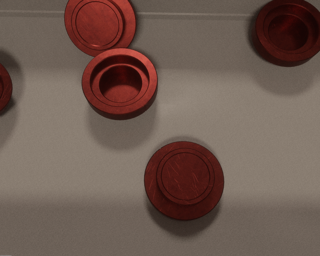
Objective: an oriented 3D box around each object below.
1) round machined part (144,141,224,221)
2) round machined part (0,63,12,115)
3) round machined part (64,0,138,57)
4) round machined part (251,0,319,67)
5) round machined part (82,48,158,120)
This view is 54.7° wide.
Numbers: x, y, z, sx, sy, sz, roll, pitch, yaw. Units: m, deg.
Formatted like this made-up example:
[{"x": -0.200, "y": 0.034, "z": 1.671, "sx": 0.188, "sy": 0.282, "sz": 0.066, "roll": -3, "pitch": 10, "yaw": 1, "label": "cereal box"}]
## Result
[{"x": 0.030, "y": 0.062, "z": 0.378, "sx": 0.099, "sy": 0.042, "sz": 0.098, "roll": 0, "pitch": 70, "yaw": -1, "label": "round machined part"}, {"x": -0.248, "y": -0.048, "z": 0.401, "sx": 0.099, "sy": 0.042, "sz": 0.098, "roll": 12, "pitch": 66, "yaw": -29, "label": "round machined part"}, {"x": -0.082, "y": -0.144, "z": 0.423, "sx": 0.099, "sy": 0.042, "sz": 0.097, "roll": 0, "pitch": 115, "yaw": 0, "label": "round machined part"}, {"x": 0.181, "y": -0.133, "z": 0.447, "sx": 0.099, "sy": 0.042, "sz": 0.098, "roll": 0, "pitch": 79, "yaw": 0, "label": "round machined part"}, {"x": -0.052, "y": -0.055, "z": 0.420, "sx": 0.099, "sy": 0.042, "sz": 0.098, "roll": 0, "pitch": 70, "yaw": -1, "label": "round machined part"}]
